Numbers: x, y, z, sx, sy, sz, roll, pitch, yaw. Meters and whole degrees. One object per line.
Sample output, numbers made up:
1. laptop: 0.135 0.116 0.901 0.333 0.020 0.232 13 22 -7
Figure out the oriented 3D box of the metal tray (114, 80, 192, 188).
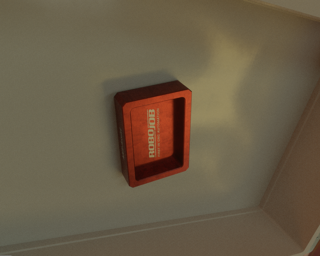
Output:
1. metal tray: -0.007 0.009 0.406 0.091 0.030 0.129 -15 125 -20
